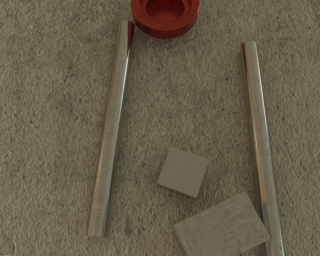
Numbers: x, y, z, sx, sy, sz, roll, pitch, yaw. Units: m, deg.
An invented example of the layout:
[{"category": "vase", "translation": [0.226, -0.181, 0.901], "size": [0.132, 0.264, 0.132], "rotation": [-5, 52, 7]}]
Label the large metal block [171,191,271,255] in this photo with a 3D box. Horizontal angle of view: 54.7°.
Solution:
[{"category": "large metal block", "translation": [0.060, 0.114, 0.338], "size": [0.080, 0.080, 0.050], "rotation": [-23, 72, -8]}]

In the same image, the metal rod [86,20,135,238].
[{"category": "metal rod", "translation": [-0.062, -0.013, 0.412], "size": [0.025, 0.025, 0.299], "rotation": [4, 70, 1]}]

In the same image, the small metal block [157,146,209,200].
[{"category": "small metal block", "translation": [0.029, 0.057, 0.388], "size": [0.050, 0.025, 0.050], "rotation": [20, 71, 6]}]

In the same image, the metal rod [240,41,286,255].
[{"category": "metal rod", "translation": [0.131, 0.021, 0.402], "size": [0.025, 0.025, 0.299], "rotation": [0, 70, -1]}]

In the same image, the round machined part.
[{"category": "round machined part", "translation": [0.008, -0.173, 0.463], "size": [0.099, 0.042, 0.098], "rotation": [0, 70, -1]}]
